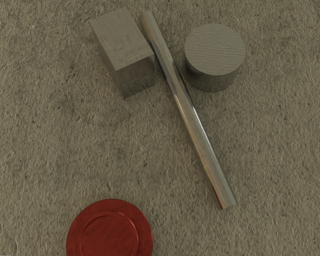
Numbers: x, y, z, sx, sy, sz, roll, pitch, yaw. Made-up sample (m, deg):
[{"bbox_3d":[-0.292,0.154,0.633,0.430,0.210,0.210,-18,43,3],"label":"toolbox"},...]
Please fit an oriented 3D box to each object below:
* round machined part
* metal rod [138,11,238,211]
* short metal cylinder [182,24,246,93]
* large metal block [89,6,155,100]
[{"bbox_3d":[-0.057,0.130,0.351,0.099,0.042,0.098,0,70,0],"label":"round machined part"},{"bbox_3d":[0.031,-0.037,0.421,0.025,0.025,0.299,-19,71,-7],"label":"metal rod"},{"bbox_3d":[0.072,-0.096,0.430,0.081,0.050,0.080,0,70,0],"label":"short metal cylinder"},{"bbox_3d":[-0.048,-0.097,0.414,0.050,0.080,0.080,-26,72,-9],"label":"large metal block"}]
